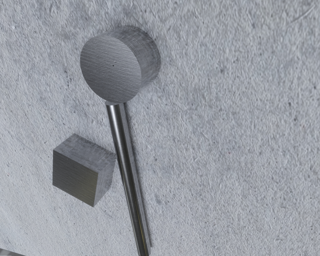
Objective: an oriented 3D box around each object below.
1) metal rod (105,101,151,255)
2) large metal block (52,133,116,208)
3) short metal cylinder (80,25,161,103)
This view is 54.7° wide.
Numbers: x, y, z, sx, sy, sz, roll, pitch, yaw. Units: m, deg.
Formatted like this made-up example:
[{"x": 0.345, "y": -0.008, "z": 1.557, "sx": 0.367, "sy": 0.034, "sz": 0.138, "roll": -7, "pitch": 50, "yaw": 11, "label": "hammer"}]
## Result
[{"x": -0.045, "y": 0.094, "z": 0.488, "sx": 0.025, "sy": 0.025, "sz": 0.298, "roll": 7, "pitch": 122, "yaw": 24, "label": "metal rod"}, {"x": -0.122, "y": 0.067, "z": 0.497, "sx": 0.080, "sy": 0.050, "sz": 0.079, "roll": 25, "pitch": 127, "yaw": 12, "label": "large metal block"}, {"x": -0.046, "y": -0.076, "z": 0.368, "sx": 0.080, "sy": 0.050, "sz": 0.079, "roll": 13, "pitch": 124, "yaw": 21, "label": "short metal cylinder"}]
